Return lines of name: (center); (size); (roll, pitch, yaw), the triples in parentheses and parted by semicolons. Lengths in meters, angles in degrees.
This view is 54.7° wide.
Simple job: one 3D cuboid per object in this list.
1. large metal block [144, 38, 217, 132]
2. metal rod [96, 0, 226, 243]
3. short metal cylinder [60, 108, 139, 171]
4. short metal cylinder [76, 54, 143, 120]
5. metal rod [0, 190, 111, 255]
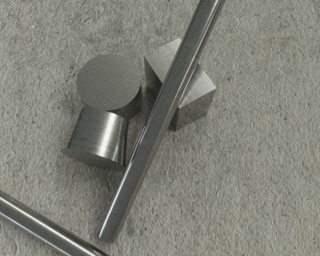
large metal block: (0.023, -0.052, 0.398); (0.050, 0.080, 0.080); (-29, 73, -10)
metal rod: (-0.002, -0.007, 0.341); (0.025, 0.025, 0.298); (26, 99, 9)
short metal cylinder: (-0.071, 0.016, 0.373); (0.080, 0.080, 0.050); (14, 71, 5)
short metal cylinder: (-0.065, -0.050, 0.413); (0.081, 0.050, 0.080); (0, 70, 0)
metal rod: (-0.083, 0.146, 0.354); (0.301, 0.025, 0.025); (27, 72, 9)
